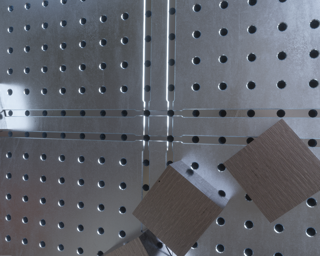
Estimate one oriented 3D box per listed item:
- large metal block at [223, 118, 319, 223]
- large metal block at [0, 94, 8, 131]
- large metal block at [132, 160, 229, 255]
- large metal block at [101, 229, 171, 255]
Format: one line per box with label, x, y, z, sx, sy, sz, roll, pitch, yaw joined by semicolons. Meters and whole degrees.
large metal block;0.132;0.046;0.353;0.080;0.050;0.080;-41;77;15
large metal block;-0.309;-0.026;0.510;0.080;0.050;0.080;-16;85;19
large metal block;0.027;0.099;0.390;0.080;0.050;0.080;39;102;16
large metal block;-0.030;0.189;0.410;0.080;0.050;0.080;-34;79;17
